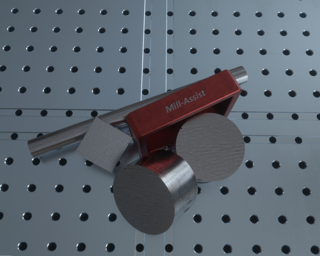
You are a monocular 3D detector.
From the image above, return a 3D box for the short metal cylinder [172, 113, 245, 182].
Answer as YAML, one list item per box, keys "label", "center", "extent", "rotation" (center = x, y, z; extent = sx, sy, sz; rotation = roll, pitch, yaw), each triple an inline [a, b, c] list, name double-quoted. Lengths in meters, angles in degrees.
- label: "short metal cylinder"
  center: [0.056, 0.026, 0.380]
  extent: [0.081, 0.050, 0.080]
  rotation: [1, 78, -4]

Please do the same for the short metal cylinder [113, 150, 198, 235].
- label: "short metal cylinder"
  center: [-0.005, 0.070, 0.346]
  extent: [0.080, 0.080, 0.050]
  rotation: [45, 35, 14]

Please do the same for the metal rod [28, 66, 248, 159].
- label: "metal rod"
  center: [-0.023, -0.024, 0.416]
  extent: [0.302, 0.025, 0.025]
  rotation: [-20, 72, -8]

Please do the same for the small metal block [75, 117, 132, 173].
- label: "small metal block"
  center: [-0.070, 0.020, 0.386]
  extent: [0.050, 0.025, 0.050]
  rotation: [30, 88, -9]

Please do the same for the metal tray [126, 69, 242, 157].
- label: "metal tray"
  center: [0.028, -0.014, 0.379]
  extent: [0.131, 0.090, 0.030]
  rotation: [-25, 72, -9]
